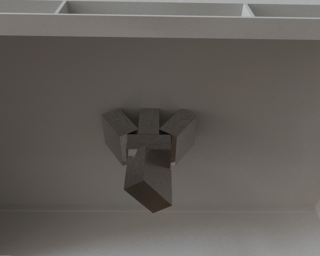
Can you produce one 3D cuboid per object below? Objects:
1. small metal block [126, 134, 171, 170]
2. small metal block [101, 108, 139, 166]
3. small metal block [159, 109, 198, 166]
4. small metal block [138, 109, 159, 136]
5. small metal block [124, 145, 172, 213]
[{"bbox_3d":[-0.013,0.035,0.369,0.050,0.025,0.050,0,130,-1],"label":"small metal block"},{"bbox_3d":[-0.050,0.011,0.395,0.025,0.050,0.050,-23,136,-25],"label":"small metal block"},{"bbox_3d":[0.023,0.012,0.398,0.025,0.050,0.050,24,135,25],"label":"small metal block"},{"bbox_3d":[-0.014,0.010,0.398,0.025,0.050,0.050,1,130,-1],"label":"small metal block"},{"bbox_3d":[-0.012,0.056,0.338,0.025,0.050,0.050,-28,125,22],"label":"small metal block"}]
